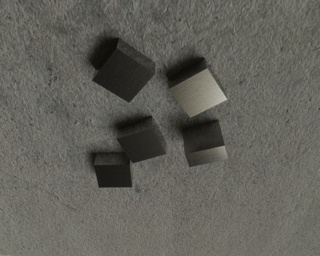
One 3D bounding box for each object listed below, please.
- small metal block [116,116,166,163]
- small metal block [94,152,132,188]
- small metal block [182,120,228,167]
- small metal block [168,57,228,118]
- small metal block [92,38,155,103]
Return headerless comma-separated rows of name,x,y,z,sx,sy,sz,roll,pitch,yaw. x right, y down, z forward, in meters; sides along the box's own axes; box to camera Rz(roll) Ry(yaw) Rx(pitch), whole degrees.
small metal block,-0.024,0.017,0.421,0.050,0.025,0.050,-17,128,14
small metal block,-0.067,0.063,0.460,0.050,0.025,0.050,-1,130,0
small metal block,0.059,0.020,0.408,0.050,0.050,0.025,-14,129,11
small metal block,0.044,-0.047,0.368,0.050,0.025,0.050,-27,125,21
small metal block,-0.041,-0.064,0.352,0.050,0.025,0.050,31,124,-24
